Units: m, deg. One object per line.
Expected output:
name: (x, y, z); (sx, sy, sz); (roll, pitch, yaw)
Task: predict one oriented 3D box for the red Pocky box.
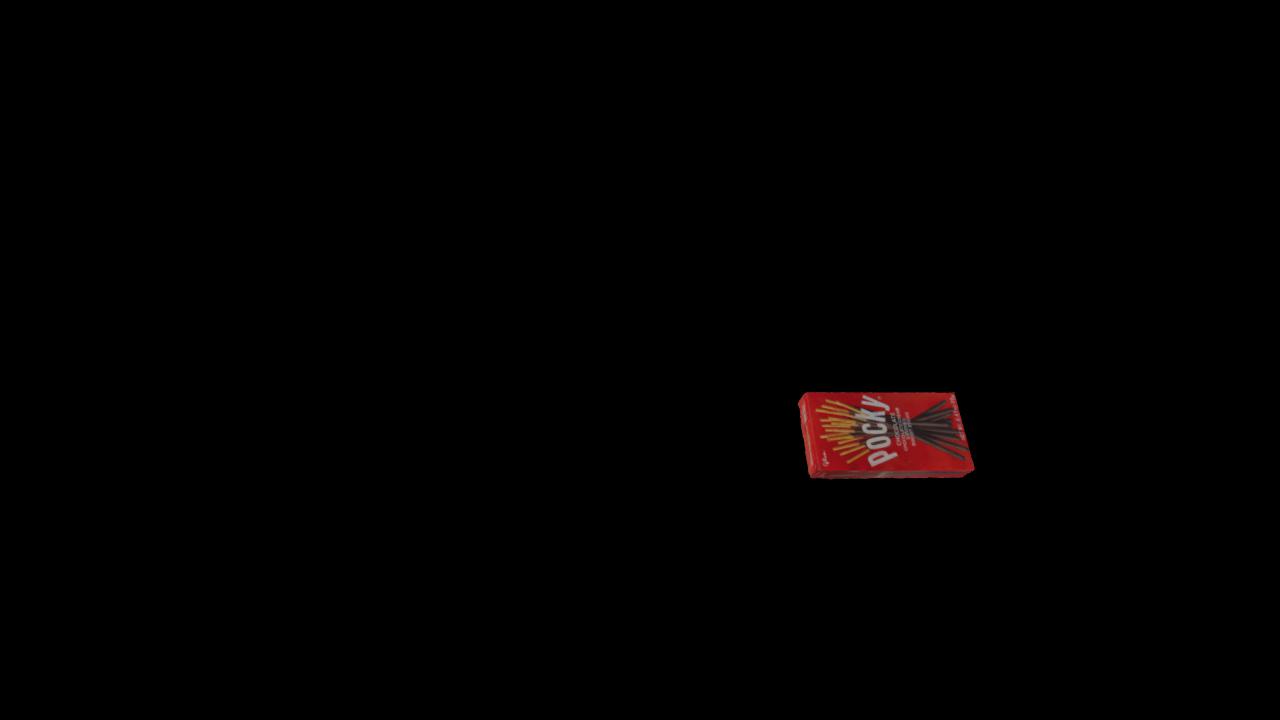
red Pocky box: (0.238, 0.073, 0.600); (0.155, 0.083, 0.028); (0, -26, -3)
